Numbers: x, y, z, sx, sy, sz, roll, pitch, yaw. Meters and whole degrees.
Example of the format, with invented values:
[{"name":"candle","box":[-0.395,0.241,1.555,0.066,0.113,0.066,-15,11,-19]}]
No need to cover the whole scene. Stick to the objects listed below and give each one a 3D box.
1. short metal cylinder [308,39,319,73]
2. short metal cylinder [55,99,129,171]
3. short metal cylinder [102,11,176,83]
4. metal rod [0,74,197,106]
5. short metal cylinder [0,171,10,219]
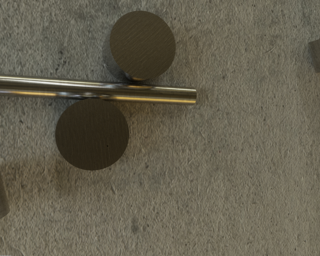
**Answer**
[{"name":"short metal cylinder","box":[0.280,-0.122,0.483,0.081,0.080,0.050,-19,97,-19]},{"name":"short metal cylinder","box":[-0.082,0.007,0.366,0.081,0.050,0.079,0,90,-20]},{"name":"short metal cylinder","box":[-0.027,-0.097,0.385,0.081,0.050,0.079,0,90,-20]},{"name":"metal rod","box":[-0.097,-0.046,0.372,0.302,0.025,0.025,1,90,-20]},{"name":"short metal cylinder","box":[-0.198,0.071,0.307,0.081,0.080,0.050,-13,95,-20]}]
